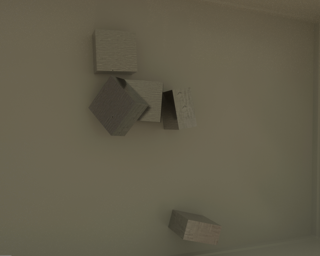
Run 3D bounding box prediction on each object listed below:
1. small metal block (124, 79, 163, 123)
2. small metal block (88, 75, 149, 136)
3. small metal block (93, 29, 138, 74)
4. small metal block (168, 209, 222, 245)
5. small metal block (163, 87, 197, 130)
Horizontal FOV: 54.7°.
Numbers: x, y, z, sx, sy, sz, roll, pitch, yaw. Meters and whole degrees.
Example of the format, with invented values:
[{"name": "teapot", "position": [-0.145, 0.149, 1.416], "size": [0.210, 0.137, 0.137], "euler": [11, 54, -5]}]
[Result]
[{"name": "small metal block", "position": [-0.022, -0.034, 0.394], "size": [0.050, 0.025, 0.050], "euler": [4, 89, 2]}, {"name": "small metal block", "position": [-0.050, -0.026, 0.368], "size": [0.050, 0.025, 0.050], "euler": [47, 110, 24]}, {"name": "small metal block", "position": [-0.057, -0.094, 0.390], "size": [0.050, 0.025, 0.050], "euler": [-3, 91, -20]}, {"name": "small metal block", "position": [0.046, 0.133, 0.416], "size": [0.050, 0.050, 0.025], "euler": [17, 85, -20]}, {"name": "small metal block", "position": [0.022, -0.025, 0.406], "size": [0.025, 0.050, 0.050], "euler": [-11, 94, -21]}]
